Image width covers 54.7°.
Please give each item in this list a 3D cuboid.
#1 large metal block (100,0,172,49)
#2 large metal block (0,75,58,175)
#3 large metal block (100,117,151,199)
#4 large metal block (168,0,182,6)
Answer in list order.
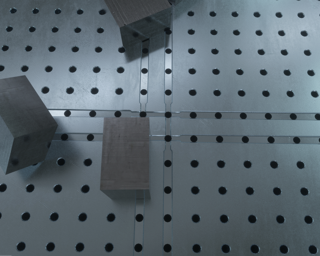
[{"bbox_3d":[-0.038,-0.178,0.463,0.080,0.050,0.080,-26,72,-9],"label":"large metal block"},{"bbox_3d":[-0.175,-0.004,0.374,0.050,0.080,0.080,-22,68,-43],"label":"large metal block"},{"bbox_3d":[-0.037,0.039,0.368,0.050,0.080,0.080,0,70,-1],"label":"large metal block"},{"bbox_3d":[0.024,-0.257,0.493,0.080,0.050,0.080,43,75,14],"label":"large metal block"}]
